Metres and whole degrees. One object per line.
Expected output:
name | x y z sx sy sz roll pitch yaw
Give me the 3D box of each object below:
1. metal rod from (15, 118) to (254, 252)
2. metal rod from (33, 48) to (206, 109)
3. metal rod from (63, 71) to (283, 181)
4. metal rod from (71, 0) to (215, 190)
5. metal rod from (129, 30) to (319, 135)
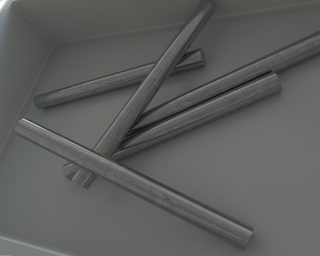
metal rod | -0.045 0.053 0.348 0.301 0.025 0.025 22 73 20
metal rod | -0.077 -0.073 0.490 0.300 0.025 0.025 -11 57 22
metal rod | 0.006 0.003 0.400 0.300 0.025 0.025 -24 53 13
metal rod | -0.015 -0.052 0.412 0.025 0.025 0.300 26 76 37
metal rod | 0.085 -0.056 0.395 0.300 0.025 0.025 -24 53 13
